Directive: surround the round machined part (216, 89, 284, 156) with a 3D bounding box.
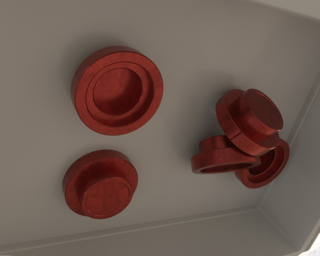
[{"bbox_3d":[0.127,-0.014,0.420,0.099,0.098,0.042,11,142,-33],"label":"round machined part"}]

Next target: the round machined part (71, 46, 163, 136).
[{"bbox_3d":[-0.049,-0.044,0.345,0.099,0.042,0.097,-14,125,-21],"label":"round machined part"}]

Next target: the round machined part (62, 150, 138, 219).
[{"bbox_3d":[-0.074,0.081,0.408,0.099,0.042,0.097,-14,125,-21],"label":"round machined part"}]

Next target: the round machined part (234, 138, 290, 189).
[{"bbox_3d":[0.165,0.051,0.522,0.099,0.042,0.097,-14,125,-21],"label":"round machined part"}]

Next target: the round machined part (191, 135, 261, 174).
[{"bbox_3d":[0.094,0.038,0.453,0.099,0.042,0.098,-5,163,-1],"label":"round machined part"}]
